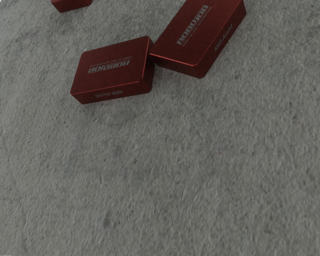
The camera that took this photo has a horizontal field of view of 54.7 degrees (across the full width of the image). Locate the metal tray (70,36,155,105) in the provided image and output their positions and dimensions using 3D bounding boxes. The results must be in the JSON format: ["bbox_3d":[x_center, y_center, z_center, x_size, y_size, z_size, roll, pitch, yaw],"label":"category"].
[{"bbox_3d":[-0.073,-0.091,0.493,0.130,0.030,0.090,-7,59,24],"label":"metal tray"}]

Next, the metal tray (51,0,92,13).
[{"bbox_3d":[-0.179,-0.320,0.688,0.090,0.030,0.130,-1,61,27],"label":"metal tray"}]

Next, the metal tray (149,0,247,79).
[{"bbox_3d":[0.056,-0.141,0.457,0.090,0.030,0.130,25,75,36],"label":"metal tray"}]
